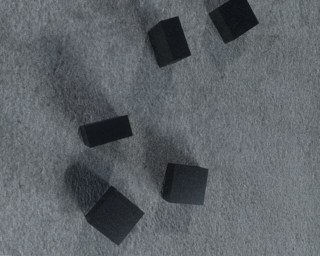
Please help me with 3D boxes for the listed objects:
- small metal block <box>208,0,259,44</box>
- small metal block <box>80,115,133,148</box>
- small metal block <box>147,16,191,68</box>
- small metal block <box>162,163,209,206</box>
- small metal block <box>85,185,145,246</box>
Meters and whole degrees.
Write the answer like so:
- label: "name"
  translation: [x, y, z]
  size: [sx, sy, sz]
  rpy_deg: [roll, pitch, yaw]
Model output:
- label: "small metal block"
  translation: [0.107, -0.159, 0.450]
  size: [0.050, 0.025, 0.050]
  rpy_deg: [-36, 102, -17]
- label: "small metal block"
  translation: [-0.066, 0.003, 0.372]
  size: [0.050, 0.050, 0.025]
  rpy_deg: [-16, 96, -20]
- label: "small metal block"
  translation: [0.011, -0.109, 0.401]
  size: [0.025, 0.050, 0.050]
  rpy_deg: [-22, 98, -19]
- label: "small metal block"
  translation: [0.035, 0.076, 0.423]
  size: [0.050, 0.025, 0.050]
  rpy_deg: [10, 87, -20]
- label: "small metal block"
  translation: [-0.057, 0.109, 0.389]
  size: [0.050, 0.025, 0.050]
  rpy_deg: [44, 76, -15]
